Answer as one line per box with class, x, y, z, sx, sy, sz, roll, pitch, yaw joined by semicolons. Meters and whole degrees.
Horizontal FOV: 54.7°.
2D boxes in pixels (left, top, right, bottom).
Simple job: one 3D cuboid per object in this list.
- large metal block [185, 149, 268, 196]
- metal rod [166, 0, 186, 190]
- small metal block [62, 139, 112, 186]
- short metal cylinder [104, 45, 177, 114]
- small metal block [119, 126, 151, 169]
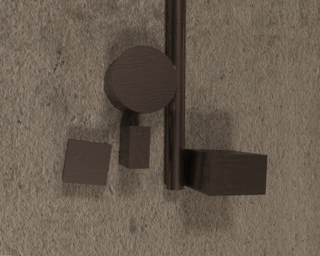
large metal block;0.082;0.056;0.412;0.081;0.080;0.050;3;89;-20
metal rod;0.022;-0.067;0.418;0.025;0.025;0.298;1;90;-20
small metal block;-0.089;0.041;0.377;0.050;0.025;0.050;9;87;-20
short metal cylinder;-0.026;-0.057;0.387;0.081;0.050;0.079;0;90;-21
small metal block;-0.032;0.022;0.385;0.025;0.050;0.050;2;89;-20
